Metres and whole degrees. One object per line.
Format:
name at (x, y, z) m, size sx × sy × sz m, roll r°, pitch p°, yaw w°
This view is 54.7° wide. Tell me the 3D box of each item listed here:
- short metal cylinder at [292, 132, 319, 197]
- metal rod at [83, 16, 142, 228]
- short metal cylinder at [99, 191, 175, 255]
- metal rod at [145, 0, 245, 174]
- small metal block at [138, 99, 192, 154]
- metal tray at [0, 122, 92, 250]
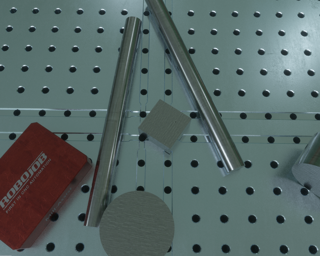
short metal cylinder at (0.208, 0.049, 0.367) m, size 0.080 × 0.080 × 0.050 m, roll 37°, pitch 74°, yaw 12°
metal rod at (-0.059, -0.022, 0.418) m, size 0.025 × 0.025 × 0.299 m, roll 7°, pitch 70°, yaw 2°
short metal cylinder at (-0.025, 0.116, 0.356) m, size 0.081 × 0.050 × 0.080 m, roll 0°, pitch 70°, yaw 0°
metal rod at (0.042, -0.078, 0.440) m, size 0.025 × 0.025 × 0.299 m, roll -20°, pitch 71°, yaw -8°
small metal block at (0.006, -0.002, 0.413) m, size 0.050 × 0.025 × 0.050 m, roll 33°, pitch 73°, yaw 11°
metal tray at (-0.160, 0.068, 0.382) m, size 0.090 × 0.030 × 0.130 m, roll 32°, pitch 73°, yaw 10°
